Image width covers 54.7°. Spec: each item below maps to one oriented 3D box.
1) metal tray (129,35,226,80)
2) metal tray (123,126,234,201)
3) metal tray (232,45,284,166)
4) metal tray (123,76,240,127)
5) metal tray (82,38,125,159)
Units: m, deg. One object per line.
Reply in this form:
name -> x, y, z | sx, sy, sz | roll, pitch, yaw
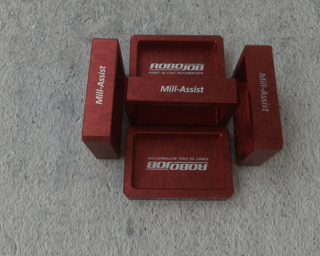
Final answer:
metal tray -> 0.024, -0.085, 0.438 | 0.131, 0.030, 0.090 | 0, 73, 0
metal tray -> 0.022, 0.044, 0.392 | 0.131, 0.030, 0.090 | 1, 69, 0
metal tray -> 0.115, -0.025, 0.384 | 0.030, 0.090, 0.130 | 1, 70, 1
metal tray -> 0.025, -0.029, 0.387 | 0.131, 0.090, 0.030 | 1, 72, 0
metal tray -> -0.066, -0.033, 0.387 | 0.030, 0.090, 0.130 | 1, 71, 0
